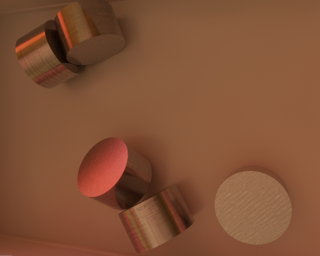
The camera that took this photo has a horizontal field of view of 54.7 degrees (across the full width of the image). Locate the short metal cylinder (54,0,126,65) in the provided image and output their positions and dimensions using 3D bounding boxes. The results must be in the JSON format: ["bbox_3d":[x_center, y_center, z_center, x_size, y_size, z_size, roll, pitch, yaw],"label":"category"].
[{"bbox_3d":[-0.093,-0.125,0.413,0.080,0.080,0.050,-23,83,18],"label":"short metal cylinder"}]

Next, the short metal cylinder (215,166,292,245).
[{"bbox_3d":[0.108,0.086,0.359,0.080,0.050,0.079,0,90,19],"label":"short metal cylinder"}]

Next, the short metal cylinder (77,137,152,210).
[{"bbox_3d":[-0.058,0.058,0.397,0.080,0.050,0.080,-20,49,26],"label":"short metal cylinder"}]

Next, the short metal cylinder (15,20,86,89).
[{"bbox_3d":[-0.150,-0.102,0.433,0.050,0.080,0.080,-23,83,18],"label":"short metal cylinder"}]

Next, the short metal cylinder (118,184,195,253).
[{"bbox_3d":[-0.005,0.110,0.382,0.080,0.080,0.050,-31,81,17],"label":"short metal cylinder"}]
